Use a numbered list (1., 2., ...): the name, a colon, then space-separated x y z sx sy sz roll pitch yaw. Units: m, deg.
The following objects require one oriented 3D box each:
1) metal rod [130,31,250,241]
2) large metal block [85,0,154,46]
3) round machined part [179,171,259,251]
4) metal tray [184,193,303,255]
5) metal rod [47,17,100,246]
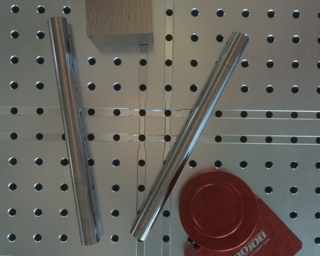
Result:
1. metal rod: 0.040 0.010 0.413 0.025 0.025 0.299 27 90 -1
2. large metal block: -0.050 -0.153 0.400 0.081 0.050 0.079 -3 90 -1
3. round machined part: 0.071 0.102 0.386 0.098 0.042 0.098 -6 68 17
4. metal tray: 0.109 0.163 0.413 0.130 0.030 0.090 -43 91 -1
5. metal rod: -0.114 0.004 0.411 0.025 0.025 0.298 -9 90 0
